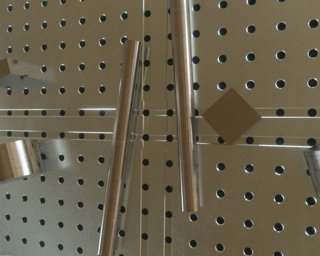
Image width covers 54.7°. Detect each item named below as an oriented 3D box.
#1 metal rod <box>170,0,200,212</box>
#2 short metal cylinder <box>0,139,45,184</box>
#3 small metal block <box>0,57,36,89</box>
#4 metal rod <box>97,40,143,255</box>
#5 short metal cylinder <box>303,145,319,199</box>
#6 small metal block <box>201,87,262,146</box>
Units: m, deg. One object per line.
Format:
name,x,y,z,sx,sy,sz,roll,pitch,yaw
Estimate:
metal rod,0.031,-0.044,0.401,0.025,0.025,0.298,-3,89,20
short metal cylinder,-0.219,0.052,0.461,0.080,0.080,0.050,-18,84,19
small metal block,-0.234,-0.084,0.482,0.050,0.050,0.025,-19,84,19
metal rod,-0.056,0.030,0.432,0.025,0.025,0.298,9,93,20
short metal cylinder,0.195,0.038,0.315,0.080,0.080,0.050,-16,85,19
small metal block,0.089,-0.014,0.381,0.050,0.025,0.050,-44,77,14
